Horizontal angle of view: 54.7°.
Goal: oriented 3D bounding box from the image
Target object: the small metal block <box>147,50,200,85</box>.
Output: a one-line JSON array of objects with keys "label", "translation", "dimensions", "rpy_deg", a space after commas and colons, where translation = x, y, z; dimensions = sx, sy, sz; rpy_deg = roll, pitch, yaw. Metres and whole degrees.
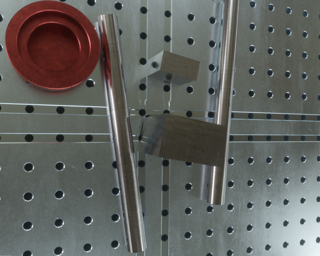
[{"label": "small metal block", "translation": [0.017, -0.077, 0.406], "dimensions": [0.050, 0.050, 0.025], "rpy_deg": [12, 86, -20]}]

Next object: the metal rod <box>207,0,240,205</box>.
[{"label": "metal rod", "translation": [0.092, -0.041, 0.448], "dimensions": [0.025, 0.025, 0.298], "rpy_deg": [5, 88, -20]}]

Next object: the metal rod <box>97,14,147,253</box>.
[{"label": "metal rod", "translation": [-0.048, 0.009, 0.395], "dimensions": [0.025, 0.025, 0.298], "rpy_deg": [-8, 93, -20]}]

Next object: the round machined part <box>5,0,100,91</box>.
[{"label": "round machined part", "translation": [-0.122, -0.091, 0.359], "dimensions": [0.099, 0.042, 0.097], "rpy_deg": [0, 90, -21]}]

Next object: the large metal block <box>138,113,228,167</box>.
[{"label": "large metal block", "translation": [0.026, 0.015, 0.394], "dimensions": [0.081, 0.080, 0.050], "rpy_deg": [11, 86, -20]}]
